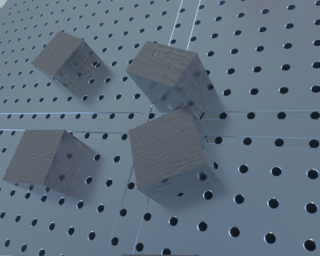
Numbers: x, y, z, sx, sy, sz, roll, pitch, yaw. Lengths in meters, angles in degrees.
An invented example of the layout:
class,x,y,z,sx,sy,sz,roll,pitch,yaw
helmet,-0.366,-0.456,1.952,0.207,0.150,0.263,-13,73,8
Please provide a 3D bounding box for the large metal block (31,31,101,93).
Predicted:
class,x,y,z,sx,sy,sz,roll,pitch,yaw
large metal block,-0.169,-0.120,0.556,0.080,0.050,0.080,29,78,37

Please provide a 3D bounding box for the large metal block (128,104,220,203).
class,x,y,z,sx,sy,sz,roll,pitch,yaw
large metal block,0.015,0.031,0.366,0.080,0.050,0.080,-23,53,14

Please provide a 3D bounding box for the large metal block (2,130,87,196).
class,x,y,z,sx,sy,sz,roll,pitch,yaw
large metal block,-0.166,0.049,0.451,0.080,0.050,0.080,0,62,28

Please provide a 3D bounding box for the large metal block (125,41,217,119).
class,x,y,z,sx,sy,sz,roll,pitch,yaw
large metal block,0.016,-0.060,0.402,0.080,0.080,0.050,25,76,37
